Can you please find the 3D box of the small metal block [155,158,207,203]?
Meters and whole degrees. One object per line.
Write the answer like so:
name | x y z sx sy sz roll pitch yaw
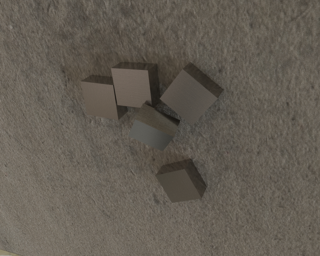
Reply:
small metal block | 0.030 0.075 0.436 0.050 0.025 0.050 -19 109 35

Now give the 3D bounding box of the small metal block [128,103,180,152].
small metal block | -0.008 0.001 0.393 0.050 0.025 0.050 25 151 -4

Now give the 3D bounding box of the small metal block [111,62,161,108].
small metal block | -0.029 -0.054 0.388 0.050 0.025 0.050 8 122 23

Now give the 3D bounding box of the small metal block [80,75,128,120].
small metal block | -0.075 -0.042 0.418 0.050 0.025 0.050 10 123 22

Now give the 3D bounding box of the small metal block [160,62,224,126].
small metal block | 0.036 -0.039 0.362 0.050 0.025 0.050 40 129 0
